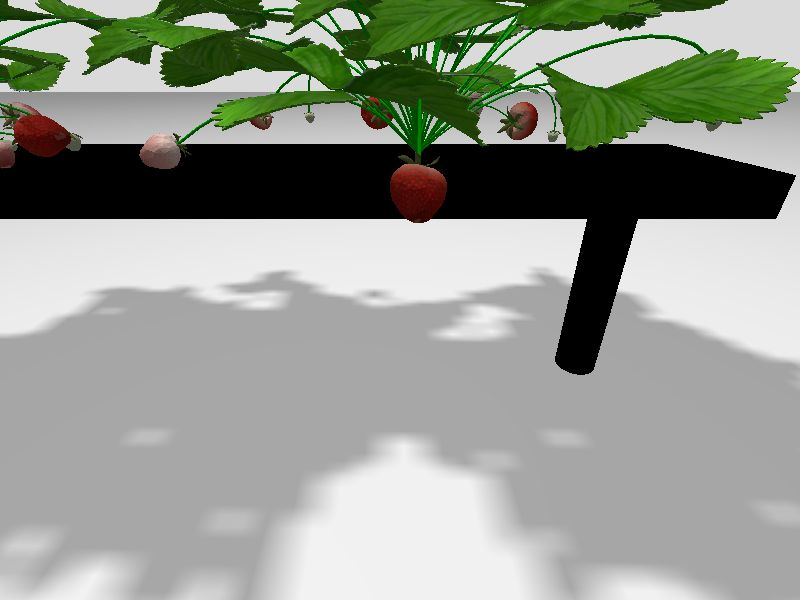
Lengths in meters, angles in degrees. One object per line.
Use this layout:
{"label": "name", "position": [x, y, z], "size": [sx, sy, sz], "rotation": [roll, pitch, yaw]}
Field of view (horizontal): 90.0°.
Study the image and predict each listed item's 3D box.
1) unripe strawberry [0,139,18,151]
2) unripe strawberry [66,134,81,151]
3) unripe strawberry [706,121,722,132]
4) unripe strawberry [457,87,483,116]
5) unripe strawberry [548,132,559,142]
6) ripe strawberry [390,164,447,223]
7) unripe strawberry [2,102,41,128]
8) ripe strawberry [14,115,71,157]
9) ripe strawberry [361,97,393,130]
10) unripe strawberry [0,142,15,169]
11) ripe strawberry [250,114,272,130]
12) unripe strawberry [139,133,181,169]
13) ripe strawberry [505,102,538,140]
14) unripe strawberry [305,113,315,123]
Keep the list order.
{"label": "unripe strawberry", "position": [-0.325, -0.128, 0.332], "size": [0.012, 0.010, 0.012], "rotation": [0, 29, -1]}
{"label": "unripe strawberry", "position": [-0.278, -0.133, 0.339], "size": [0.014, 0.014, 0.013], "rotation": [-9, 29, 0]}
{"label": "unripe strawberry", "position": [0.250, -0.141, 0.320], "size": [0.011, 0.011, 0.011], "rotation": [0, 29, 0]}
{"label": "unripe strawberry", "position": [0.086, -0.251, 0.517], "size": [0.042, 0.048, 0.046], "rotation": [9, 29, 15]}
{"label": "unripe strawberry", "position": [0.149, -0.159, 0.390], "size": [0.010, 0.010, 0.011], "rotation": [-14, 32, -24]}
{"label": "ripe strawberry", "position": [0.008, -0.045, 0.172], "size": [0.025, 0.025, 0.021], "rotation": [1, -12, 2]}
{"label": "unripe strawberry", "position": [-0.446, -0.218, 0.475], "size": [0.034, 0.030, 0.031], "rotation": [-2, 28, -3]}
{"label": "ripe strawberry", "position": [-0.273, -0.126, 0.308], "size": [0.031, 0.030, 0.034], "rotation": [4, 29, 6]}
{"label": "ripe strawberry", "position": [-0.028, -0.225, 0.481], "size": [0.041, 0.036, 0.037], "rotation": [-7, 24, -12]}
{"label": "unripe strawberry", "position": [-0.275, -0.098, 0.273], "size": [0.017, 0.017, 0.019], "rotation": [-23, 16, 32]}
{"label": "ripe strawberry", "position": [-0.174, -0.226, 0.495], "size": [0.027, 0.029, 0.029], "rotation": [-25, 24, -38]}
{"label": "unripe strawberry", "position": [-0.159, -0.098, 0.266], "size": [0.025, 0.022, 0.025], "rotation": [-26, 34, -10]}
{"label": "ripe strawberry", "position": [0.122, -0.176, 0.395], "size": [0.033, 0.035, 0.031], "rotation": [-19, 34, -33]}
{"label": "unripe strawberry", "position": [-0.107, -0.216, 0.475], "size": [0.011, 0.011, 0.011], "rotation": [-19, 34, -31]}
